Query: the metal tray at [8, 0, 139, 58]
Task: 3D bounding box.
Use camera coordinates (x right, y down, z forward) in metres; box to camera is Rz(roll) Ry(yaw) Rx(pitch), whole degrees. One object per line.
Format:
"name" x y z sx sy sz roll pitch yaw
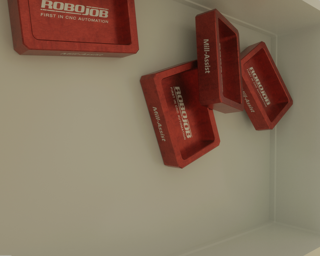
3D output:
"metal tray" -0.087 -0.124 0.329 0.131 0.030 0.089 -9 96 -40

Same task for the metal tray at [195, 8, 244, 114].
"metal tray" 0.088 -0.091 0.447 0.090 0.030 0.129 10 76 -55

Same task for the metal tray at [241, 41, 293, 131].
"metal tray" 0.173 -0.072 0.535 0.090 0.030 0.130 -42 108 -31

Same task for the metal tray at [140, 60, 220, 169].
"metal tray" 0.032 -0.021 0.429 0.091 0.030 0.129 -26 106 -37
